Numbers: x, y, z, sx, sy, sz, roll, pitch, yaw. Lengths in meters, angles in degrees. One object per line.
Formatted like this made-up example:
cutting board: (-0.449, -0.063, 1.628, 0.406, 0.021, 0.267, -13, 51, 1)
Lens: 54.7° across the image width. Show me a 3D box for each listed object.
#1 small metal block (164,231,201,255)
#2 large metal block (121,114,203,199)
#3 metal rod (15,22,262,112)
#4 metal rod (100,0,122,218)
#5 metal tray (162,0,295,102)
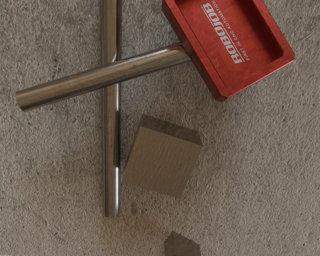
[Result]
small metal block: (0.035, 0.191, 0.468, 0.050, 0.050, 0.025, 31, 107, -11)
large metal block: (0.001, 0.037, 0.410, 0.080, 0.050, 0.079, 18, 109, -7)
metal rod: (-0.015, -0.075, 0.360, 0.302, 0.025, 0.025, -18, 110, -3)
metal rod: (-0.063, -0.015, 0.403, 0.025, 0.025, 0.298, 3, 110, -2)
metal tray: (0.071, -0.105, 0.336, 0.090, 0.030, 0.130, -30, 88, -3)
